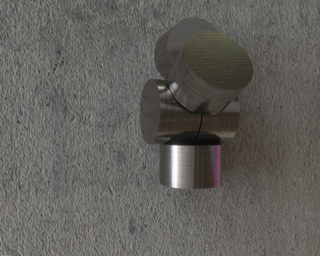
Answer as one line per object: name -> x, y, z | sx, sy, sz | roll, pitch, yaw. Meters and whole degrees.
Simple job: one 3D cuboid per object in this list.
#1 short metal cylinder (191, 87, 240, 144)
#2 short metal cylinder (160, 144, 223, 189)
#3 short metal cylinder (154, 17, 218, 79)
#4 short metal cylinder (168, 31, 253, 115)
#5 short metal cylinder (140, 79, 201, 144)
short metal cylinder -> 0.060, -0.019, 0.404 | 0.050, 0.080, 0.079 | 0, 90, -20
short metal cylinder -> 0.040, 0.045, 0.397 | 0.081, 0.080, 0.050 | 0, 90, -20
short metal cylinder -> 0.038, -0.099, 0.413 | 0.081, 0.050, 0.079 | 0, 90, -21
short metal cylinder -> 0.055, -0.061, 0.348 | 0.081, 0.050, 0.080 | 10, 59, -16
short metal cylinder -> 0.010, -0.020, 0.386 | 0.050, 0.080, 0.079 | 1, 90, -21
